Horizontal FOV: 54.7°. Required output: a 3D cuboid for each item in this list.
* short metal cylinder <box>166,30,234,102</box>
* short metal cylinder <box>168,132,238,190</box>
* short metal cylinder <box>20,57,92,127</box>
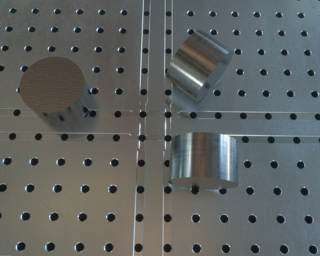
[{"bbox_3d":[0.053,-0.082,0.413,0.050,0.080,0.080,38,74,12],"label":"short metal cylinder"},{"bbox_3d":[0.052,0.042,0.368,0.081,0.080,0.050,4,70,1],"label":"short metal cylinder"},{"bbox_3d":[-0.136,-0.047,0.414,0.081,0.050,0.080,0,70,0],"label":"short metal cylinder"}]
